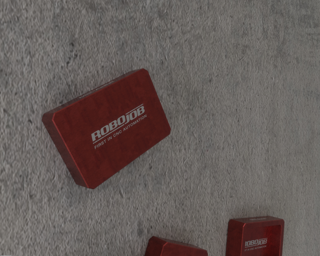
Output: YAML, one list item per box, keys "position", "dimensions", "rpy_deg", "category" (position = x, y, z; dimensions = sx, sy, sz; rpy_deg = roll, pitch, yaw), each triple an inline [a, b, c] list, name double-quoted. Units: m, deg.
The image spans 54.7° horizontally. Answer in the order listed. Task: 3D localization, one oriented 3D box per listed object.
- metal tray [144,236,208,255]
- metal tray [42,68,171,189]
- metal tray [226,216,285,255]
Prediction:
- position: [0.010, 0.219, 0.410]
  dimensions: [0.090, 0.030, 0.130]
  rpy_deg: [28, 73, -37]
  category: "metal tray"
- position: [-0.054, -0.003, 0.356]
  dimensions: [0.131, 0.030, 0.090]
  rpy_deg: [-35, 112, -35]
  category: "metal tray"
- position: [0.169, 0.205, 0.542]
  dimensions: [0.131, 0.030, 0.090]
  rpy_deg: [10, 84, -40]
  category: "metal tray"
